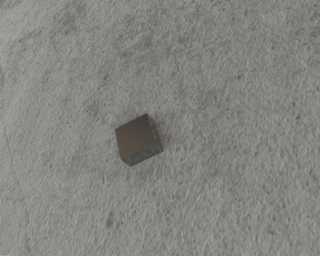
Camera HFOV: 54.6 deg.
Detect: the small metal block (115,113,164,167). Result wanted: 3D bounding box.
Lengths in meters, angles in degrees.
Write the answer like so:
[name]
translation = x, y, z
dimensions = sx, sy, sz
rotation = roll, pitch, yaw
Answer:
[small metal block]
translation = -0.028, 0.016, 0.410
dimensions = 0.050, 0.025, 0.050
rotation = -26, 52, 12
